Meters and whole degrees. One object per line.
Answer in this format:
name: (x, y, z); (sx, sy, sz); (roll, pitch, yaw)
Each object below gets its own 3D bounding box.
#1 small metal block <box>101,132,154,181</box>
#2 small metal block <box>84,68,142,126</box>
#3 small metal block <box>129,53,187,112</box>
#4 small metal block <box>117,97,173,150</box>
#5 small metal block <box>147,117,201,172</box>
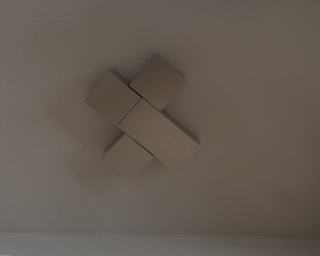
small metal block: (-0.043, 0.035, 0.422); (0.050, 0.025, 0.050); (41, 106, -14)
small metal block: (-0.058, -0.039, 0.394); (0.050, 0.025, 0.050); (40, 105, -14)
small metal block: (-0.002, -0.058, 0.387); (0.050, 0.025, 0.050); (40, 104, -14)
small metal block: (-0.019, -0.009, 0.405); (0.050, 0.025, 0.050); (40, 105, -14)
small metal block: (0.018, 0.022, 0.417); (0.050, 0.025, 0.050); (40, 105, -14)
